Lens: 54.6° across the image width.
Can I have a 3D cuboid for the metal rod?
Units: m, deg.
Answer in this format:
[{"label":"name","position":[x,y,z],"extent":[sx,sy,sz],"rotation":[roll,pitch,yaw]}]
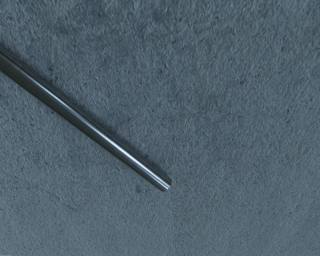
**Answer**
[{"label":"metal rod","position":[-0.088,0.001,0.406],"extent":[0.025,0.025,0.300],"rotation":[-33,123,25]}]
